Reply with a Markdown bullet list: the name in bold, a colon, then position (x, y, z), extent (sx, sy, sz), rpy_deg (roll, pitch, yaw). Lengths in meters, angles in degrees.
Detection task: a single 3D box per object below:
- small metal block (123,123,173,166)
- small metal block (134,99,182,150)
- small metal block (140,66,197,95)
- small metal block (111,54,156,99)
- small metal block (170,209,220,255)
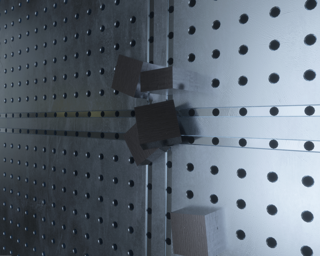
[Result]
- **small metal block**: position (-0.018, 0.017, 0.425), extent (0.050, 0.025, 0.050), rpy_deg (-42, 65, 32)
- **small metal block**: position (-0.002, -0.004, 0.391), extent (0.050, 0.025, 0.050), rpy_deg (-11, 69, 2)
- **small metal block**: position (0.011, -0.057, 0.385), extent (0.050, 0.050, 0.025), rpy_deg (-1, 89, 40)
- **small metal block**: position (-0.039, -0.073, 0.443), extent (0.050, 0.025, 0.050), rpy_deg (26, 106, 37)
- **small metal block**: position (0.042, 0.127, 0.376), extent (0.050, 0.025, 0.050), rpy_deg (-8, 85, 40)
